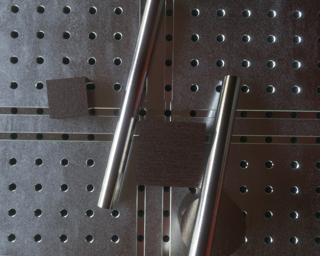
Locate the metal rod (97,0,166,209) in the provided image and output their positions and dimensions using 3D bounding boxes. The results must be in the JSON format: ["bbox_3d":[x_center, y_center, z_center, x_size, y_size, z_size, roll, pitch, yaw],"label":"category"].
[{"bbox_3d":[-0.036,-0.041,0.412,0.025,0.025,0.298,14,90,-1],"label":"metal rod"}]

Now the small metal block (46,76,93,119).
[{"bbox_3d":[-0.120,-0.040,0.412,0.050,0.025,0.050,-6,90,-1],"label":"small metal block"}]

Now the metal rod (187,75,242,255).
[{"bbox_3d":[0.061,0.072,0.366,0.025,0.025,0.299,15,71,0],"label":"metal rod"}]

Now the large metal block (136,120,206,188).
[{"bbox_3d":[0.014,0.031,0.401,0.081,0.050,0.079,3,90,-1],"label":"large metal block"}]

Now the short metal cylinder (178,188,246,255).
[{"bbox_3d":[0.065,0.121,0.402,0.081,0.050,0.079,0,90,-1],"label":"short metal cylinder"}]
